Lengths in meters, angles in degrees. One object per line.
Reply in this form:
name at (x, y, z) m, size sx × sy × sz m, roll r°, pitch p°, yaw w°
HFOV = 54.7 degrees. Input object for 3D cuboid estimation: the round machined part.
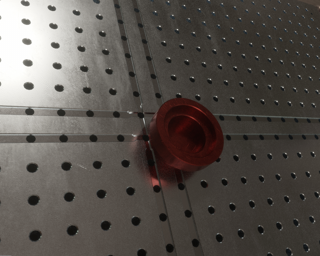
round machined part at (0.031, 0.012, 0.408) m, size 0.099 × 0.042 × 0.098 m, roll 14°, pitch 56°, yaw -21°
